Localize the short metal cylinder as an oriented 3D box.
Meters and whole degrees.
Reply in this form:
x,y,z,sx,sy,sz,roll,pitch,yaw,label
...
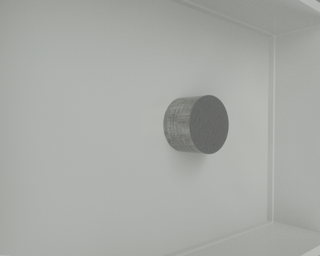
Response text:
x,y,z,sx,sy,sz,roll,pitch,yaw,label
0.051,-0.005,0.436,0.081,0.050,0.079,0,90,-40,short metal cylinder
